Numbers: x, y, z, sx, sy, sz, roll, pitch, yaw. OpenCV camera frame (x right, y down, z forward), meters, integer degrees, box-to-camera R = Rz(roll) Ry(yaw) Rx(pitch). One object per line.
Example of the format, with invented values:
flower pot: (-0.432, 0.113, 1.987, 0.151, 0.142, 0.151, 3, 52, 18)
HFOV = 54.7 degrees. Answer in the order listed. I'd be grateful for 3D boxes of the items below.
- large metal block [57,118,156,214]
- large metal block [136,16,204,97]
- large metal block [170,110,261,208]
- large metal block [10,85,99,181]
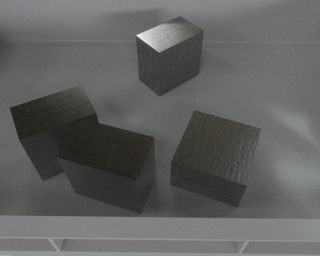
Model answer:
large metal block: (-0.051, 0.043, 0.332, 0.080, 0.080, 0.050, 14, 54, 11)
large metal block: (0.014, -0.106, 0.458, 0.080, 0.080, 0.050, -32, 57, -24)
large metal block: (0.064, 0.034, 0.361, 0.080, 0.050, 0.080, 17, 52, 14)
large metal block: (-0.115, 0.006, 0.363, 0.081, 0.080, 0.050, -22, 53, -17)
